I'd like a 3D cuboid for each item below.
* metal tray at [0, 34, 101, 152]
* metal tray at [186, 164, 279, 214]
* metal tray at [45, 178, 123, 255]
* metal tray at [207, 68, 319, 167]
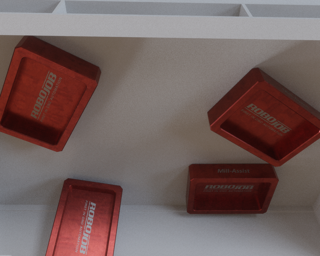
[{"bbox_3d":[-0.139,-0.035,0.373,0.091,0.030,0.129,24,126,-20],"label":"metal tray"},{"bbox_3d":[0.109,0.098,0.490,0.131,0.030,0.089,0,130,-1],"label":"metal tray"},{"bbox_3d":[-0.110,0.146,0.461,0.091,0.130,0.030,11,147,-9],"label":"metal tray"},{"bbox_3d":[0.139,-0.008,0.400,0.131,0.030,0.090,28,125,-22],"label":"metal tray"}]
